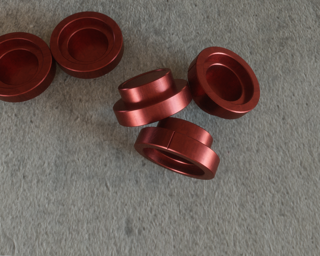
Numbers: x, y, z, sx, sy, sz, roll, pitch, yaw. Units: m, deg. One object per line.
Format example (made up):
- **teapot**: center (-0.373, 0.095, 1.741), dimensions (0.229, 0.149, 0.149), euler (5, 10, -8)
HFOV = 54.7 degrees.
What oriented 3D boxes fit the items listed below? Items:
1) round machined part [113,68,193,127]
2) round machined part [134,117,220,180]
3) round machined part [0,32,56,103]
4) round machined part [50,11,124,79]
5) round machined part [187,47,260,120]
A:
- **round machined part**: center (-0.013, -0.043, 0.383), dimensions (0.099, 0.098, 0.042), euler (-23, 111, -9)
- **round machined part**: center (0.023, 0.021, 0.362), dimensions (0.098, 0.098, 0.042), euler (21, 72, 7)
- **round machined part**: center (-0.192, -0.079, 0.426), dimensions (0.099, 0.042, 0.098), euler (0, 70, -1)
- **round machined part**: center (-0.100, -0.112, 0.439), dimensions (0.099, 0.042, 0.098), euler (0, 70, -1)
- **round machined part**: center (0.078, -0.055, 0.407), dimensions (0.099, 0.042, 0.098), euler (12, 61, -22)
